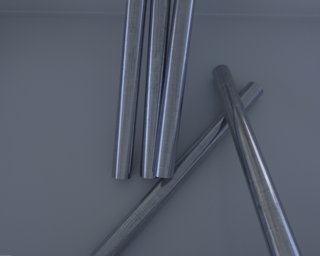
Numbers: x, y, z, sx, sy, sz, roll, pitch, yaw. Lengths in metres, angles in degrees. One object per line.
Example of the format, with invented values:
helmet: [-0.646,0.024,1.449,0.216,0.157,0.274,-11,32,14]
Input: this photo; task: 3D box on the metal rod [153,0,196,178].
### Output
metal rod: [0.022,-0.091,0.364,0.025,0.025,0.298,7,91,2]

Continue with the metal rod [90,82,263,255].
metal rod: [0.031,0.049,0.391,0.025,0.025,0.301,41,75,13]

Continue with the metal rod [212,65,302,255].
metal rod: [0.097,0.026,0.336,0.025,0.025,0.300,-4,45,-1]

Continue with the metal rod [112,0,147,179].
metal rod: [-0.034,-0.086,0.374,0.025,0.025,0.298,6,96,2]

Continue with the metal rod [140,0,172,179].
metal rod: [-0.003,-0.087,0.375,0.025,0.025,0.298,4,96,1]
